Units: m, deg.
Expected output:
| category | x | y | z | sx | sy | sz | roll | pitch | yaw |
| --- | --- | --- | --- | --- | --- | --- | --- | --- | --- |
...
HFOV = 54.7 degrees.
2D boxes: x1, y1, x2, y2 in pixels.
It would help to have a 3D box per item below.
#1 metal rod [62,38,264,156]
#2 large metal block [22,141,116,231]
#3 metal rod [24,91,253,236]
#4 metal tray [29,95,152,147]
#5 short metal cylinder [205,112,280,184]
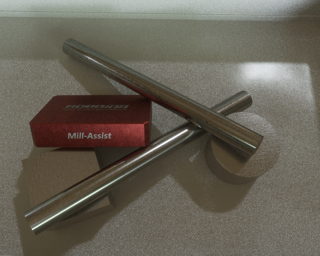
| category | x | y | z | sx | sy | sz | roll | pitch | yaw |
| --- | --- | --- | --- | --- | --- | --- | --- | --- | --- |
| metal rod | -0.013 | -0.050 | 0.395 | 0.300 | 0.025 | 0.025 | 30 | 72 | 23 |
| large metal block | -0.105 | 0.068 | 0.365 | 0.081 | 0.050 | 0.080 | -18 | 71 | -7 |
| metal rod | -0.004 | 0.026 | 0.359 | 0.302 | 0.025 | 0.025 | -29 | 72 | -25 |
| metal tray | -0.077 | -0.011 | 0.379 | 0.131 | 0.030 | 0.090 | 0 | 26 | 1 |
| short metal cylinder | 0.100 | 0.026 | 0.385 | 0.081 | 0.050 | 0.080 | 0 | 70 | 0 |
